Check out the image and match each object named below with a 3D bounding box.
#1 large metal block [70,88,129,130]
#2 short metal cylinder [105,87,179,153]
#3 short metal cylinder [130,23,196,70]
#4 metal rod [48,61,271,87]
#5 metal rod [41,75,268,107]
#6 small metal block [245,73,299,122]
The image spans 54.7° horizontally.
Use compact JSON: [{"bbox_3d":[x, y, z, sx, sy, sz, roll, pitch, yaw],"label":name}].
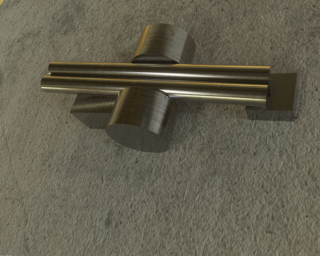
[{"bbox_3d":[-0.072,-0.044,0.454,0.080,0.050,0.080,2,63,29],"label":"large metal block"},{"bbox_3d":[-0.021,-0.008,0.386,0.080,0.080,0.050,2,63,29],"label":"short metal cylinder"},{"bbox_3d":[0.005,-0.096,0.426,0.080,0.080,0.050,2,63,29],"label":"short metal cylinder"},{"bbox_3d":[-0.017,-0.071,0.400,0.301,0.025,0.025,6,64,22],"label":"metal rod"},{"bbox_3d":[-0.023,-0.049,0.390,0.301,0.025,0.025,6,64,22],"label":"metal rod"},{"bbox_3d":[0.131,-0.035,0.359,0.050,0.025,0.050,3,63,30],"label":"small metal block"}]
